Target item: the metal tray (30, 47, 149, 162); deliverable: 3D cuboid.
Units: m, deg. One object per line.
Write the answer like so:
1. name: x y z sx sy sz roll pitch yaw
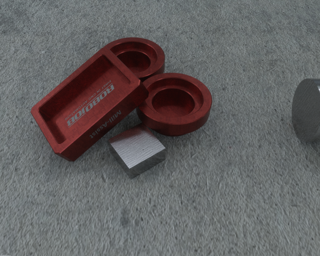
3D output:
1. metal tray: -0.090 -0.032 0.392 0.130 0.030 0.090 -41 58 -2

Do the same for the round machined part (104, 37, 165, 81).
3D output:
1. round machined part: -0.042 -0.092 0.469 0.099 0.042 0.098 0 50 0

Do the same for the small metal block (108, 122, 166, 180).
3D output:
1. small metal block: -0.028 0.027 0.380 0.050 0.025 0.050 -28 56 -22

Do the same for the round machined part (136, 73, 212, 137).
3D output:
1. round machined part: 0.017 -0.027 0.413 0.099 0.042 0.098 2 48 -2

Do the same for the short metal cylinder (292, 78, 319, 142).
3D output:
1. short metal cylinder: 0.207 -0.022 0.389 0.050 0.080 0.080 1 50 0
